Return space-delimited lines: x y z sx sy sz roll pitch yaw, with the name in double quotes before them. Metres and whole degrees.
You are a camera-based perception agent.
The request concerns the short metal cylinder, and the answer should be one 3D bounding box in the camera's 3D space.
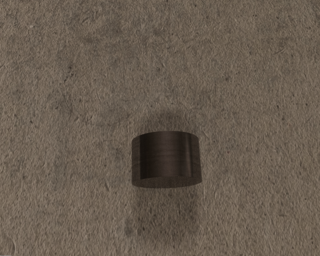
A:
"short metal cylinder" 0.007 0.040 0.365 0.081 0.080 0.050 -2 70 -1
